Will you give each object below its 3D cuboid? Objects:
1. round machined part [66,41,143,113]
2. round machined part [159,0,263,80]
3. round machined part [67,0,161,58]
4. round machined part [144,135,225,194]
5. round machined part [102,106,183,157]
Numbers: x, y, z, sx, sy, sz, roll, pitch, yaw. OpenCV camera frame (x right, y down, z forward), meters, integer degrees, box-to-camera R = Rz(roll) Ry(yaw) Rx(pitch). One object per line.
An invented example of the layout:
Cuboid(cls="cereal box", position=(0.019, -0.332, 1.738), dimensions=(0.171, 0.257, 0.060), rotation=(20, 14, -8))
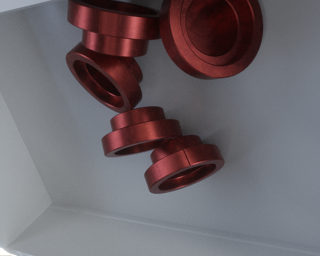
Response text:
Cuboid(cls="round machined part", position=(-0.060, -0.065, 0.370), dimensions=(0.098, 0.042, 0.098), rotation=(33, 159, 15))
Cuboid(cls="round machined part", position=(0.044, -0.094, 0.292), dimensions=(0.098, 0.098, 0.042), rotation=(60, 162, -15))
Cuboid(cls="round machined part", position=(-0.044, -0.103, 0.317), dimensions=(0.098, 0.098, 0.042), rotation=(20, 118, 16))
Cuboid(cls="round machined part", position=(0.027, 0.043, 0.385), dimensions=(0.098, 0.099, 0.042), rotation=(-42, 59, 39))
Cuboid(cls="round machined part", position=(-0.024, 0.004, 0.384), dimensions=(0.098, 0.099, 0.042), rotation=(-22, 77, 36))
